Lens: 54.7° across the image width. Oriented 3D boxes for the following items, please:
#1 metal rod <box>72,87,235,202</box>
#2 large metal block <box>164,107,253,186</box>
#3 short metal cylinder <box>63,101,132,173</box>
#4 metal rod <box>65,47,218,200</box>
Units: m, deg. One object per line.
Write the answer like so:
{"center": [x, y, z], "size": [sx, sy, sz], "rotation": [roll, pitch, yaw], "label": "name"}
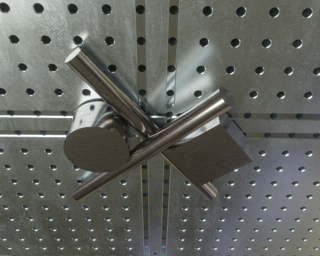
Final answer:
{"center": [-0.030, 0.037, 0.410], "size": [0.025, 0.025, 0.299], "rotation": [35, 130, -26], "label": "metal rod"}
{"center": [0.062, 0.022, 0.408], "size": [0.080, 0.050, 0.080], "rotation": [-31, 124, 23], "label": "large metal block"}
{"center": [-0.078, 0.013, 0.400], "size": [0.081, 0.050, 0.079], "rotation": [0, 130, 0], "label": "short metal cylinder"}
{"center": [-0.006, 0.012, 0.416], "size": [0.025, 0.025, 0.300], "rotation": [-29, 125, 22], "label": "metal rod"}
